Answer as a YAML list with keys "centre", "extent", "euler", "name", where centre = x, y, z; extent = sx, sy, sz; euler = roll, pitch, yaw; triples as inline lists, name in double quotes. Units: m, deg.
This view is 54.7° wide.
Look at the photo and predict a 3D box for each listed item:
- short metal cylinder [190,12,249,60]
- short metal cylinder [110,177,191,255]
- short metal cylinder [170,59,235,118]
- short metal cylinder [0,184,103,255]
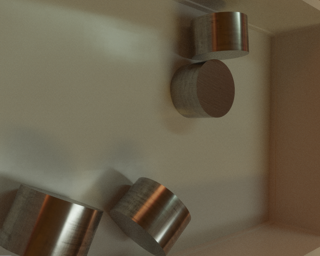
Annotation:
- centre: [0.084, -0.128, 0.441]
  extent: [0.081, 0.080, 0.050]
  euler: [-6, 94, -40]
  name: "short metal cylinder"
- centre: [-0.011, 0.104, 0.361]
  extent: [0.050, 0.080, 0.080]
  euler: [-47, 119, -29]
  name: "short metal cylinder"
- centre: [0.061, -0.054, 0.441]
  extent: [0.081, 0.050, 0.080]
  euler: [0, 90, -40]
  name: "short metal cylinder"
- centre: [-0.100, 0.089, 0.287]
  extent: [0.080, 0.080, 0.050]
  euler: [31, 71, -36]
  name: "short metal cylinder"
